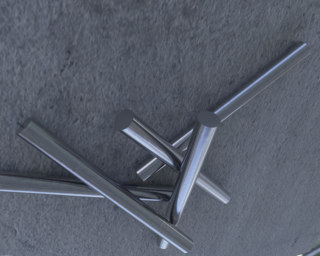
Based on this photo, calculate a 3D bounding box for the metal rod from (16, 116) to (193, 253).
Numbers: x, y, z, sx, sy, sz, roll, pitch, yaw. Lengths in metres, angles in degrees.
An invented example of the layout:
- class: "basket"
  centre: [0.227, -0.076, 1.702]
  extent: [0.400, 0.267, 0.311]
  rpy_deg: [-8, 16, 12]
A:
- class: "metal rod"
  centre: [-0.052, 0.089, 0.402]
  extent: [0.025, 0.025, 0.300]
  rpy_deg: [-44, 120, 2]

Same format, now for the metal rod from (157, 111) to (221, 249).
- class: "metal rod"
  centre: [0.029, 0.094, 0.431]
  extent: [0.025, 0.025, 0.298]
  rpy_deg: [-12, 140, -22]

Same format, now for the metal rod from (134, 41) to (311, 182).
- class: "metal rod"
  centre: [0.091, -0.025, 0.442]
  extent: [0.301, 0.025, 0.025]
  rpy_deg: [-37, 130, -4]

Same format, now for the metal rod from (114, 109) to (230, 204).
- class: "metal rod"
  centre: [0.037, 0.057, 0.435]
  extent: [0.025, 0.025, 0.300]
  rpy_deg: [-45, 139, 3]

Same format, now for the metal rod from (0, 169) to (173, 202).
- class: "metal rod"
  centre: [-0.094, 0.078, 0.404]
  extent: [0.302, 0.025, 0.025]
  rpy_deg: [13, 112, -34]
